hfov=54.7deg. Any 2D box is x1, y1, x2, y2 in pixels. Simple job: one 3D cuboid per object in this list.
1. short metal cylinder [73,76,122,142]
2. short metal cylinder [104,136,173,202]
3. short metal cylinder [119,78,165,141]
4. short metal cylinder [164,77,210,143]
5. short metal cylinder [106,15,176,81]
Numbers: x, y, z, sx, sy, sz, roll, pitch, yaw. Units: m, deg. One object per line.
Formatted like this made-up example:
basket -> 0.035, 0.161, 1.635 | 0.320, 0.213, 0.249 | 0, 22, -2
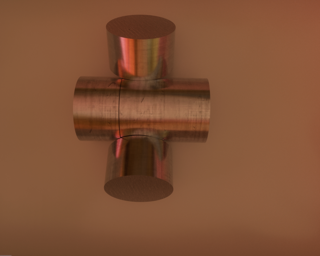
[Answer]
short metal cylinder -> -0.071, -0.023, 0.382 | 0.050, 0.080, 0.080 | 1, 90, 0
short metal cylinder -> -0.025, 0.051, 0.375 | 0.081, 0.080, 0.050 | 0, 56, 0
short metal cylinder -> -0.020, -0.023, 0.382 | 0.050, 0.080, 0.080 | 1, 90, 0
short metal cylinder -> 0.031, -0.022, 0.383 | 0.050, 0.080, 0.080 | 1, 90, 0
short metal cylinder -> -0.023, -0.099, 0.375 | 0.081, 0.080, 0.050 | 2, 128, 0
